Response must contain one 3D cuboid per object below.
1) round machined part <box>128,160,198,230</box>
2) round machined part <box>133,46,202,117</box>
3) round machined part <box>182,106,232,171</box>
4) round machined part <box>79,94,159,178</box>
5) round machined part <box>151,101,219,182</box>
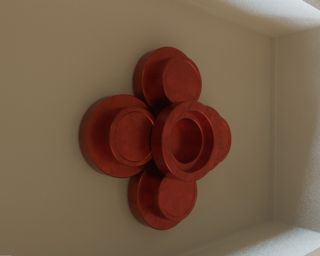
[{"bbox_3d":[0.010,0.083,0.402,0.099,0.042,0.097,2,87,-41],"label":"round machined part"},{"bbox_3d":[0.017,-0.058,0.405,0.099,0.042,0.097,0,90,-40],"label":"round machined part"},{"bbox_3d":[0.066,0.016,0.448,0.099,0.042,0.097,0,90,-40],"label":"round machined part"},{"bbox_3d":[-0.039,0.010,0.359,0.099,0.042,0.097,0,90,-40],"label":"round machined part"},{"bbox_3d":[0.027,0.016,0.388,0.099,0.042,0.097,0,90,-40],"label":"round machined part"}]
